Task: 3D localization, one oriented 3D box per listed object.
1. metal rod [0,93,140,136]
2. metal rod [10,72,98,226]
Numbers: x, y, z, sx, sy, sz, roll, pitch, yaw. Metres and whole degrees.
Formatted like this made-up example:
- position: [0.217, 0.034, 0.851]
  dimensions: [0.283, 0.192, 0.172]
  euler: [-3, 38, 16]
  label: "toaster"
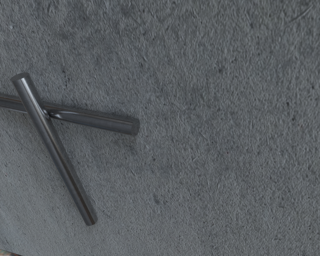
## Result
- position: [-0.170, -0.027, 0.477]
  dimensions: [0.301, 0.025, 0.025]
  euler: [11, 123, 21]
  label: "metal rod"
- position: [-0.159, 0.052, 0.497]
  dimensions: [0.025, 0.025, 0.298]
  euler: [4, 127, 26]
  label: "metal rod"
